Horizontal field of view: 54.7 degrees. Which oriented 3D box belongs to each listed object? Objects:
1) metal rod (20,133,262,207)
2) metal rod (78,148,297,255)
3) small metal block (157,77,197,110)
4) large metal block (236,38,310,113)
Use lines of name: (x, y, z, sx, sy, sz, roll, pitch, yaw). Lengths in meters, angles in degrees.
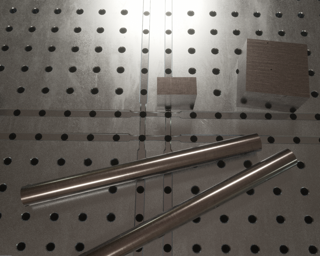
metal rod: (-0.019, 0.051, 0.392, 0.302, 0.025, 0.025, -13, 71, -5)
metal rod: (0.034, 0.101, 0.375, 0.302, 0.025, 0.025, -25, 72, -9)
small metal block: (0.021, -0.045, 0.415, 0.050, 0.050, 0.025, 0, 70, -1)
large metal block: (0.153, -0.071, 0.426, 0.080, 0.050, 0.080, 6, 70, 2)
